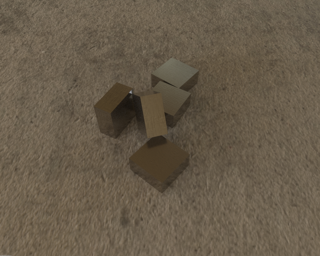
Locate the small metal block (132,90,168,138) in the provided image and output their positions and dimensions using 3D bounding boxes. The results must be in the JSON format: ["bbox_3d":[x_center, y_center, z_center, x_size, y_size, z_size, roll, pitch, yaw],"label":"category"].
[{"bbox_3d":[-0.013,-0.019,0.384,0.025,0.050,0.050,-13,13,-14],"label":"small metal block"}]

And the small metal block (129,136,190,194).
[{"bbox_3d":[0.000,0.041,0.369,0.050,0.025,0.050,33,57,24],"label":"small metal block"}]

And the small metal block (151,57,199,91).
[{"bbox_3d":[0.022,-0.075,0.466,0.050,0.025,0.050,32,56,23],"label":"small metal block"}]

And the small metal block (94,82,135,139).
[{"bbox_3d":[-0.057,-0.023,0.405,0.025,0.050,0.050,22,54,19],"label":"small metal block"}]

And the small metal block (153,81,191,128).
[{"bbox_3d":[0.009,-0.034,0.432,0.050,0.025,0.050,25,54,19],"label":"small metal block"}]
